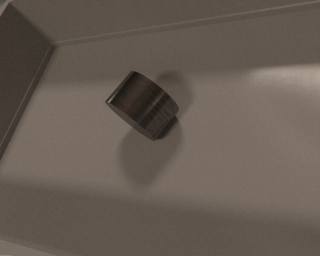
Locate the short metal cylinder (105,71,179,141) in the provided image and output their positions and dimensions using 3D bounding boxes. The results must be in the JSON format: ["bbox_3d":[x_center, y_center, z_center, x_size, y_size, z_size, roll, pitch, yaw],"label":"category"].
[{"bbox_3d":[-0.023,-0.027,0.398,0.080,0.080,0.050,32,79,37],"label":"short metal cylinder"}]
